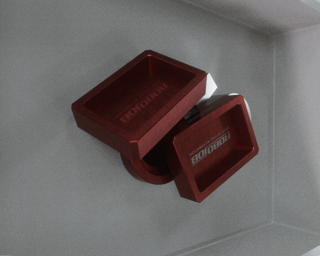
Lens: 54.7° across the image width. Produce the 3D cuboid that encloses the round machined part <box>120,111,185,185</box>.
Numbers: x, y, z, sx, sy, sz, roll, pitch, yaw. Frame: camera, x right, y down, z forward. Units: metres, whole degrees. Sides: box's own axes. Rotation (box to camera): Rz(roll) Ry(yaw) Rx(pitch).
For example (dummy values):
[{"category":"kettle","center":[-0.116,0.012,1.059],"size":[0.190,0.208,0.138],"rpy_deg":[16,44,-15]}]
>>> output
[{"category":"round machined part","center":[-0.010,0.020,0.389],"size":[0.099,0.042,0.097],"rpy_deg":[0,90,-40]}]

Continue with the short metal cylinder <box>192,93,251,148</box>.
[{"category":"short metal cylinder","center":[0.093,-0.011,0.468],"size":[0.081,0.050,0.079],"rpy_deg":[0,90,-40]}]

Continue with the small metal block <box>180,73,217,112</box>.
[{"category":"small metal block","center":[0.042,-0.048,0.425],"size":[0.050,0.050,0.025],"rpy_deg":[-51,121,-29]}]

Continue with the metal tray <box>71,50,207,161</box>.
[{"category":"metal tray","center":[-0.019,-0.033,0.346],"size":[0.131,0.090,0.030],"rpy_deg":[-44,149,-32]}]

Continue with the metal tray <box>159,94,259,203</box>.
[{"category":"metal tray","center":[0.068,0.022,0.398],"size":[0.131,0.030,0.090],"rpy_deg":[-31,109,-31]}]
